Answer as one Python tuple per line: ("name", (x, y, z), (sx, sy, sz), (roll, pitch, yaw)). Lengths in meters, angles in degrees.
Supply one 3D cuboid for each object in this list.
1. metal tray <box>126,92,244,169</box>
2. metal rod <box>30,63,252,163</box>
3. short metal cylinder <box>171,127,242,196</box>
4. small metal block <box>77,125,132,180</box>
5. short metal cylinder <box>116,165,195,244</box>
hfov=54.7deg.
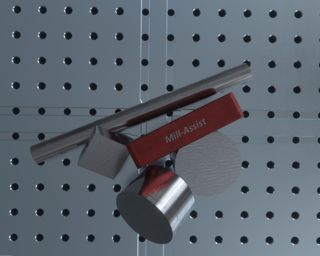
("metal tray", (0.027, 0.002, 0.377), (0.131, 0.090, 0.030), (-26, 90, 0))
("metal rod", (-0.024, -0.020, 0.409), (0.301, 0.025, 0.025), (-21, 90, 0))
("short metal cylinder", (0.056, 0.040, 0.393), (0.081, 0.050, 0.079), (-1, 99, -4))
("small metal block", (-0.070, 0.032, 0.396), (0.050, 0.025, 0.050), (26, 106, -19))
("short metal cylinder", (-0.006, 0.092, 0.375), (0.080, 0.080, 0.050), (47, 49, 0))
